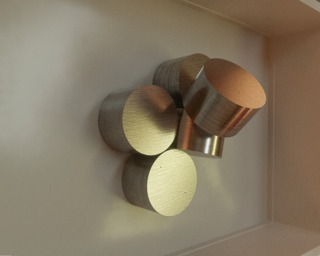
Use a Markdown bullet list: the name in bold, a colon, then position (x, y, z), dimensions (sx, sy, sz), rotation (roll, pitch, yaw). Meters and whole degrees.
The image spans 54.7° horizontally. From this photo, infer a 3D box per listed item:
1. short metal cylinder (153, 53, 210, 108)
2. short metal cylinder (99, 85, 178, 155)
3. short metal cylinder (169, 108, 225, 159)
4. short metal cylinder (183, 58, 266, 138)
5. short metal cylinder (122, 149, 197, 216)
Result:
- **short metal cylinder**: position (0.038, -0.057, 0.422), dimensions (0.081, 0.050, 0.079), rotation (0, 90, -40)
- **short metal cylinder**: position (-0.025, -0.009, 0.369), dimensions (0.081, 0.050, 0.079), rotation (0, 90, -40)
- **short metal cylinder**: position (0.045, 0.009, 0.409), dimensions (0.081, 0.080, 0.050), rotation (17, 79, -39)
- **short metal cylinder**: position (0.074, -0.036, 0.361), dimensions (0.081, 0.050, 0.080), rotation (17, 44, -17)
- **short metal cylinder**: position (0.000, 0.065, 0.390), dimensions (0.081, 0.050, 0.079), rotation (0, 90, -40)
